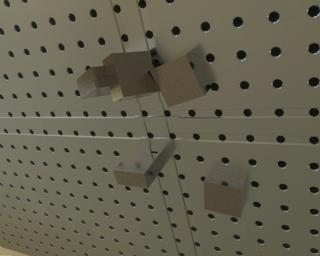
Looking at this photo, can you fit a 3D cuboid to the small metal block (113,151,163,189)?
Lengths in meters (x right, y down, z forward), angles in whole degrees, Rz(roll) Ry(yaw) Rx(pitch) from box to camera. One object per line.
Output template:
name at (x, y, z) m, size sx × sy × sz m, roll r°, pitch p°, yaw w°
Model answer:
small metal block at (-0.030, 0.059, 0.448) m, size 0.050 × 0.050 × 0.025 m, roll 2°, pitch 119°, yaw 27°

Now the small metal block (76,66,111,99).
small metal block at (-0.069, -0.057, 0.384) m, size 0.050 × 0.050 × 0.025 m, roll -17°, pitch 87°, yaw 55°

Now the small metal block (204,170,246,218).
small metal block at (0.088, 0.089, 0.420) m, size 0.050 × 0.025 × 0.050 m, roll 9°, pitch 122°, yaw 23°

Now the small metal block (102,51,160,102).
small metal block at (-0.034, -0.061, 0.363) m, size 0.025 × 0.050 × 0.050 m, roll -16°, pitch 88°, yaw 54°

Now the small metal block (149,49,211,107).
small metal block at (0.024, -0.058, 0.363) m, size 0.050 × 0.025 × 0.050 m, roll -16°, pitch 110°, yaw 34°
